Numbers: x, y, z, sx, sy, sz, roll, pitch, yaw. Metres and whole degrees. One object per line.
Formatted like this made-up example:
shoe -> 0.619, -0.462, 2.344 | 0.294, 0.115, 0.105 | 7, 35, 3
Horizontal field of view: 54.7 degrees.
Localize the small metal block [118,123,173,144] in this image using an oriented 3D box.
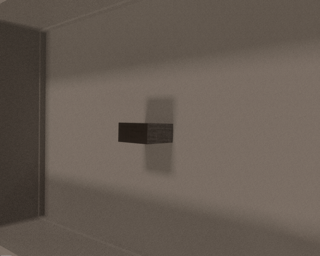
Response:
small metal block -> -0.018, 0.006, 0.404 | 0.050, 0.050, 0.025 | 3, 92, 39
